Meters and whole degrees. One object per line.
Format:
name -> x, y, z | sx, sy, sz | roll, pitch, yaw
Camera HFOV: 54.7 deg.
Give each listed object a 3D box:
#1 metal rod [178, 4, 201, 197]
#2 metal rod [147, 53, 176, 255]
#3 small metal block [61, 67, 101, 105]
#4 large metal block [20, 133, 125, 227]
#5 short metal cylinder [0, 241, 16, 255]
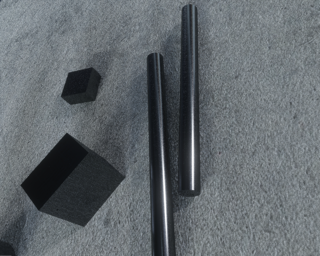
metal rod -> 0.040, -0.057, 0.416 | 0.025, 0.025, 0.299 | -10, 57, 22
metal rod -> -0.001, 0.021, 0.390 | 0.025, 0.025, 0.299 | -15, 55, 19
small metal block -> -0.130, -0.069, 0.512 | 0.050, 0.025, 0.050 | -6, 59, 24
large metal block -> -0.104, 0.065, 0.381 | 0.050, 0.080, 0.080 | 33, 80, 38
short metal cylinder -> -0.236, 0.183, 0.397 | 0.080, 0.050, 0.080 | -13, 56, 20
